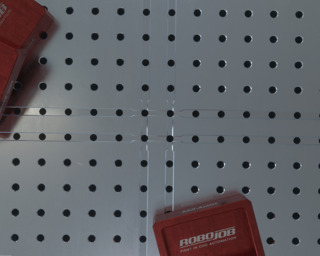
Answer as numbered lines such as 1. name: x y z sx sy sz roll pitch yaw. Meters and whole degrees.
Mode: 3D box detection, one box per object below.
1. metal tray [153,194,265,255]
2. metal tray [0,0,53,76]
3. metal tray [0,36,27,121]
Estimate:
1. metal tray: 0.064 0.149 0.411 0.131 0.030 0.090 -14 90 0
2. metal tray: -0.218 -0.124 0.409 0.090 0.030 0.130 35 90 0
3. metal tray: -0.236 -0.058 0.386 0.090 0.030 0.129 26 104 -11
